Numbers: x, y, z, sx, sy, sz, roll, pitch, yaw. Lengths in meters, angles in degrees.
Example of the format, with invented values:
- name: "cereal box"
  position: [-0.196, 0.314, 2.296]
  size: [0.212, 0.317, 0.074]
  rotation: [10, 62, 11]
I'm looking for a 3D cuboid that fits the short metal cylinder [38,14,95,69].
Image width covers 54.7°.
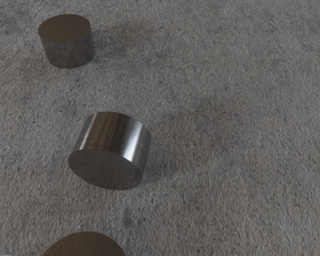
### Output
- name: "short metal cylinder"
  position: [-0.150, -0.142, 0.505]
  size: [0.080, 0.050, 0.080]
  rotation: [0, 50, 0]

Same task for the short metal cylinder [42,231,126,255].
- name: "short metal cylinder"
  position: [-0.065, 0.139, 0.270]
  size: [0.080, 0.050, 0.080]
  rotation: [0, 50, 0]

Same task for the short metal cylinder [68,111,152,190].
- name: "short metal cylinder"
  position: [-0.054, 0.027, 0.344]
  size: [0.080, 0.080, 0.050]
  rotation: [8, 51, 6]
